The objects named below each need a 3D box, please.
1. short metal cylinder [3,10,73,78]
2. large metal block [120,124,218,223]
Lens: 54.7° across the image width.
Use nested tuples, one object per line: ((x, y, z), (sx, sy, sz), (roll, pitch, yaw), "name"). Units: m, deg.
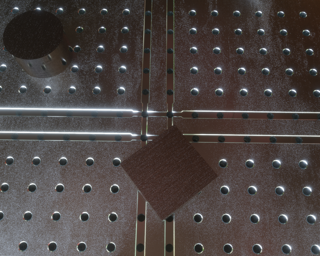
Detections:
((-0.170, -0.118, 0.440), (0.081, 0.050, 0.080), (0, 70, 0), "short metal cylinder")
((0.010, 0.056, 0.378), (0.080, 0.050, 0.080), (-36, 74, -12), "large metal block")
